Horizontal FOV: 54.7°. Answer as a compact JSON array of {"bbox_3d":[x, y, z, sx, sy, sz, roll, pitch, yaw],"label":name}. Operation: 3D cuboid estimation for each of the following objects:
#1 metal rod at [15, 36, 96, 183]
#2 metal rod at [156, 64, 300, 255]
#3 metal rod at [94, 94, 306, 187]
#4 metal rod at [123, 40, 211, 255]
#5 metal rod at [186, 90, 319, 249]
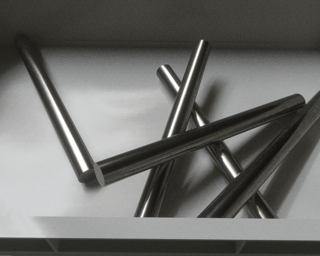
[{"bbox_3d":[-0.157,-0.045,0.440,0.025,0.025,0.300,-24,54,-19],"label":"metal rod"},{"bbox_3d":[0.066,0.018,0.391,0.025,0.025,0.300,-18,53,-15],"label":"metal rod"},{"bbox_3d":[0.069,0.004,0.368,0.302,0.025,0.025,-18,52,-28],"label":"metal rod"},{"bbox_3d":[0.019,0.001,0.380,0.025,0.025,0.300,14,58,11],"label":"metal rod"},{"bbox_3d":[0.135,0.026,0.360,0.025,0.025,0.302,36,51,26],"label":"metal rod"}]
